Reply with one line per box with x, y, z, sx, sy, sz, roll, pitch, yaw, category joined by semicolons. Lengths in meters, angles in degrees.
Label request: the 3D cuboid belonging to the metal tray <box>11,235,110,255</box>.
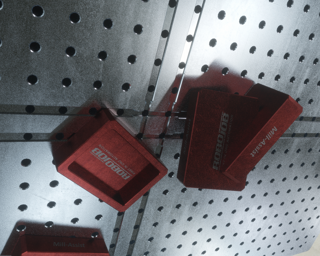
-0.151;0.204;0.452;0.131;0.030;0.090;19;108;-36;metal tray

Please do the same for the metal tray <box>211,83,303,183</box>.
0.125;0.003;0.438;0.030;0.090;0.130;36;99;-20;metal tray

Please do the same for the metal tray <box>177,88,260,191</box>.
0.079;0.017;0.421;0.091;0.030;0.129;8;95;-16;metal tray

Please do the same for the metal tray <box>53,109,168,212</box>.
-0.060;0.047;0.405;0.090;0.030;0.130;-42;130;0;metal tray
